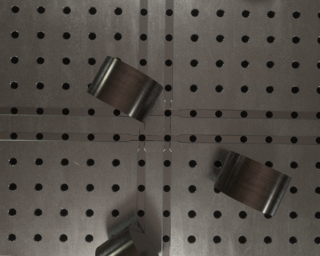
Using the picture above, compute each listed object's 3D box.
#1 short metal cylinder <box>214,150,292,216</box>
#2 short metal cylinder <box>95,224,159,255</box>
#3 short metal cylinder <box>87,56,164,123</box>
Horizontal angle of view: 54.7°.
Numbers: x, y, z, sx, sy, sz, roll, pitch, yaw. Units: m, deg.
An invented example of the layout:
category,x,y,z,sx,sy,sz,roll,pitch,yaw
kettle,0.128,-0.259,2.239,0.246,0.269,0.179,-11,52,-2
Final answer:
category,x,y,z,sx,sy,sz,roll,pitch,yaw
short metal cylinder,0.115,0.067,0.388,0.080,0.080,0.050,25,90,-1
short metal cylinder,-0.035,0.168,0.386,0.050,0.080,0.080,-36,90,0
short metal cylinder,-0.043,-0.047,0.385,0.080,0.080,0.050,29,90,-1
